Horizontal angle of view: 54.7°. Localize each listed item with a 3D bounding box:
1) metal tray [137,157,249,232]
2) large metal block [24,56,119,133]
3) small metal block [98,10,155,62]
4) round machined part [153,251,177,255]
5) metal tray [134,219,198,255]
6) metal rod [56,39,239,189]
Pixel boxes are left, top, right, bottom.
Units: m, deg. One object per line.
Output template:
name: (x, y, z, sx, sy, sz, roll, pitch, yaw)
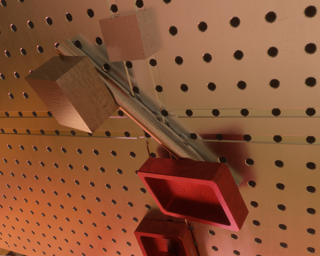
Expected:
metal tray: (0.040, 0.085, 0.411, 0.130, 0.030, 0.090, -1, 127, 43)
large metal block: (-0.113, -0.045, 0.399, 0.080, 0.050, 0.080, 12, 140, 43)
small metal block: (-0.038, -0.107, 0.364, 0.050, 0.025, 0.050, 2, 119, 27)
round machined part: (0.014, 0.251, 0.494, 0.042, 0.098, 0.097, -4, 117, 29)
metal tray: (0.018, 0.219, 0.532, 0.090, 0.030, 0.129, -4, 117, 29)
metal rod: (-0.016, -0.009, 0.412, 0.300, 0.025, 0.025, 41, 129, -1)
